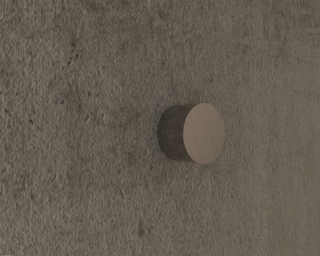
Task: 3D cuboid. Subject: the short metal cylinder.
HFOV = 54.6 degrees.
[{"bbox_3d":[0.043,0.007,0.423,0.081,0.050,0.080,0,90,-40],"label":"short metal cylinder"}]
